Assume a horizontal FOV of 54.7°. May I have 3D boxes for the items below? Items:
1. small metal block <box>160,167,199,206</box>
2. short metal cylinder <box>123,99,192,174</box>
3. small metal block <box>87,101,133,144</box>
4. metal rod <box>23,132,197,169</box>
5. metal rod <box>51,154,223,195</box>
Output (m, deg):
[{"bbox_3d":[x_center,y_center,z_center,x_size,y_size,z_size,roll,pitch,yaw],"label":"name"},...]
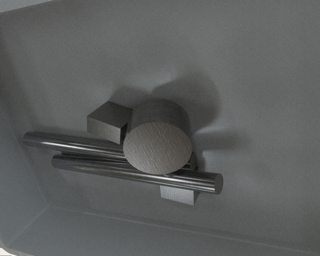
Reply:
[{"bbox_3d":[0.028,0.078,0.441,0.050,0.025,0.050,9,123,23],"label":"small metal block"},{"bbox_3d":[-0.002,0.011,0.382,0.081,0.050,0.079,1,126,1],"label":"short metal cylinder"},{"bbox_3d":[-0.063,-0.009,0.418,0.050,0.050,0.025,19,126,17],"label":"small metal block"},{"bbox_3d":[-0.091,0.032,0.474,0.301,0.025,0.025,6,121,25],"label":"metal rod"},{"bbox_3d":[-0.054,0.062,0.450,0.300,0.025,0.025,2,120,35],"label":"metal rod"}]
